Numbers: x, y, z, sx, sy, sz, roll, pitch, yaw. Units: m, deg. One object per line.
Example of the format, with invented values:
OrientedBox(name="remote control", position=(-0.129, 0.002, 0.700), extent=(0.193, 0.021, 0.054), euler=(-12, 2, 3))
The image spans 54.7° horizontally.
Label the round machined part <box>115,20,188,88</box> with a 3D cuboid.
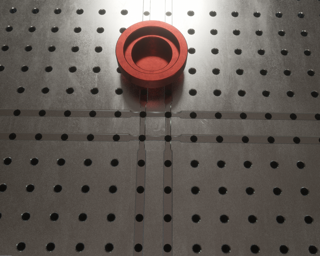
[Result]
OrientedBox(name="round machined part", position=(-0.011, -0.100, 0.439), extent=(0.099, 0.042, 0.098), euler=(0, 70, -1))
